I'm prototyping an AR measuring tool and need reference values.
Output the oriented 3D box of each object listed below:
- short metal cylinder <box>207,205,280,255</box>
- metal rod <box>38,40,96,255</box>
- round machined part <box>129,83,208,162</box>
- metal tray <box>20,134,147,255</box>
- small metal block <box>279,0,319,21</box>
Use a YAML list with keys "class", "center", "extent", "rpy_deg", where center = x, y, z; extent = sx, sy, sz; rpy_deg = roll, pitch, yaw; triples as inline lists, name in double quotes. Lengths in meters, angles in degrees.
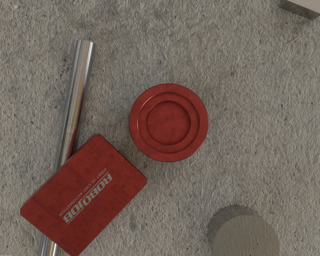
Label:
- class: "short metal cylinder"
  center: [0.105, 0.145, 0.399]
  extent: [0.081, 0.050, 0.080]
  rpy_deg: [0, 90, 0]
- class: "metal rod"
  center: [-0.124, 0.034, 0.408]
  extent: [0.025, 0.025, 0.298]
  rpy_deg: [10, 90, 0]
- class: "round machined part"
  center: [0.011, -0.007, 0.402]
  extent: [0.099, 0.042, 0.097]
  rpy_deg: [0, 90, 0]
- class: "metal tray"
  center: [-0.093, 0.082, 0.389]
  extent: [0.130, 0.030, 0.090]
  rpy_deg: [-46, 102, -8]
- class: "small metal block"
  center: [0.195, -0.179, 0.412]
  extent: [0.050, 0.025, 0.050]
  rpy_deg: [22, 90, 0]
